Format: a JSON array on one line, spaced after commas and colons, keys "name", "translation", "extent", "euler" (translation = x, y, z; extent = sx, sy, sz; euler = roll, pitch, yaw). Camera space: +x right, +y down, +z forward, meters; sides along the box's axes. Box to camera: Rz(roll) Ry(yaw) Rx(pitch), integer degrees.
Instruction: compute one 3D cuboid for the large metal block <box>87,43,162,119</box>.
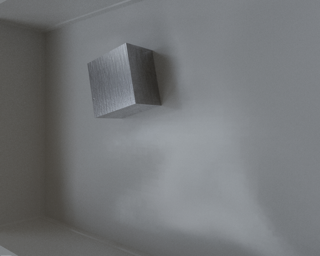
[{"name": "large metal block", "translation": [-0.051, -0.061, 0.430], "extent": [0.080, 0.050, 0.080], "euler": [-15, 80, 38]}]
